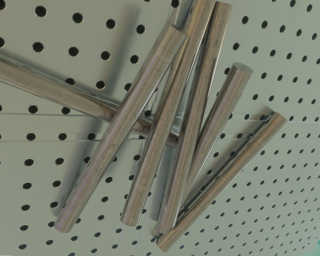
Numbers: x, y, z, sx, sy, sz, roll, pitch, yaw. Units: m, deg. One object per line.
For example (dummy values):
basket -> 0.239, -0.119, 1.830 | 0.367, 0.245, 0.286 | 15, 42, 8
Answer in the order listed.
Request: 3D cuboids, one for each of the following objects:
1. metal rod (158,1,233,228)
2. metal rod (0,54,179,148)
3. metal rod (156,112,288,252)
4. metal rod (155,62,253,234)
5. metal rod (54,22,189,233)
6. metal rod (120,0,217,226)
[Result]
metal rod -> 0.041, -0.005, 0.402 | 0.025, 0.025, 0.298 | 3, 108, -30
metal rod -> -0.058, -0.018, 0.367 | 0.302, 0.025, 0.025 | 23, 106, -37
metal rod -> 0.100, 0.093, 0.522 | 0.299, 0.025, 0.025 | -49, 129, 6
metal rod -> 0.050, 0.048, 0.436 | 0.025, 0.025, 0.298 | 1, 128, -29
metal rod -> -0.057, 0.018, 0.361 | 0.025, 0.025, 0.298 | 15, 119, -35
metal rod -> 0.007, -0.016, 0.376 | 0.025, 0.025, 0.298 | 11, 104, -33
